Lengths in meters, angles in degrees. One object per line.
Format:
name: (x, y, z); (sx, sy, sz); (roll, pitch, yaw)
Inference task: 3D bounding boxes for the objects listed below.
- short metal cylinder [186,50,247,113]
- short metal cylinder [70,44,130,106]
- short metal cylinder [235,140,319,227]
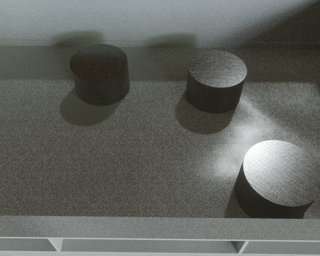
short metal cylinder: (0.079, -0.067, 0.446); (0.080, 0.050, 0.080); (0, 50, 0)
short metal cylinder: (-0.086, -0.078, 0.454); (0.080, 0.050, 0.080); (0, 50, 0)
short metal cylinder: (0.127, 0.060, 0.339); (0.080, 0.050, 0.080); (0, 50, 0)
